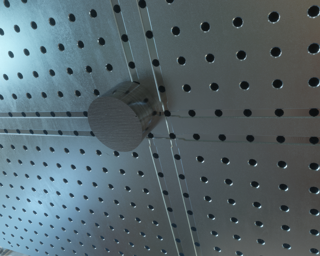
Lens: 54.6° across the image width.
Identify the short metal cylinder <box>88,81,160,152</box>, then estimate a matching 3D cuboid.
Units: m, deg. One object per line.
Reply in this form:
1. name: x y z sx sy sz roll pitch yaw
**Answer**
1. short metal cylinder: -0.048 -0.015 0.411 0.080 0.050 0.080 13 124 21
